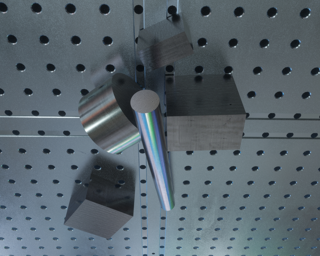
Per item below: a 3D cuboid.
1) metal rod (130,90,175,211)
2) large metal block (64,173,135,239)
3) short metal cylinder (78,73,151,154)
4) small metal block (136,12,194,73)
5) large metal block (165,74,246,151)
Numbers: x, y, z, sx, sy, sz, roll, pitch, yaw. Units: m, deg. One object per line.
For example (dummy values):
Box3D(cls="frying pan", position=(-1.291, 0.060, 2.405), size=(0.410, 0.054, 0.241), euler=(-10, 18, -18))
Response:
Box3D(cls="metal rod", position=(0.000, 0.052, 0.394), size=(0.025, 0.025, 0.299), euler=(-4, 149, 3))
Box3D(cls="large metal block", position=(-0.097, 0.129, 0.504), size=(0.080, 0.050, 0.080), euler=(27, 125, -22))
Box3D(cls="short metal cylinder", position=(-0.047, -0.017, 0.361), size=(0.050, 0.080, 0.080), euler=(-30, 124, 23))
Box3D(cls="small metal block", position=(0.005, -0.089, 0.320), size=(0.050, 0.050, 0.025), euler=(-20, 128, 15))
Box3D(cls="large metal block", position=(0.048, -0.020, 0.360), size=(0.081, 0.080, 0.050), euler=(-2, 130, 1))
